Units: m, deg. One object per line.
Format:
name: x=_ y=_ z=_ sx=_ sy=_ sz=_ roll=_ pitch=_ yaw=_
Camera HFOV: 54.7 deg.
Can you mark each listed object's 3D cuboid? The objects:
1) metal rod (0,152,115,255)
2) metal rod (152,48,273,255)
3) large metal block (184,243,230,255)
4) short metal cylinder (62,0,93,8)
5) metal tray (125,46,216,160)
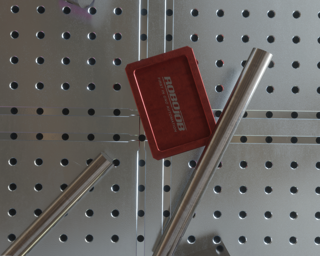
metal rod: x=-0.174 y=0.148 z=0.411 sx=0.025 sy=0.025 sz=0.300 roll=44 pitch=90 yaw=-1
metal rod: x=0.060 y=0.045 z=0.388 sx=0.025 sy=0.025 sz=0.298 roll=24 pitch=100 yaw=-1
large metal block: x=0.061 y=0.209 z=0.402 sx=0.080 sy=0.050 sz=0.080 roll=-18 pitch=90 yaw=-1
short metal cylinder: x=-0.108 y=-0.198 z=0.384 sx=0.050 sy=0.080 sz=0.080 roll=22 pitch=90 yaw=0
metal tray: x=0.016 y=-0.032 z=0.411 sx=0.090 sy=0.030 sz=0.129 roll=-17 pitch=90 yaw=-1
